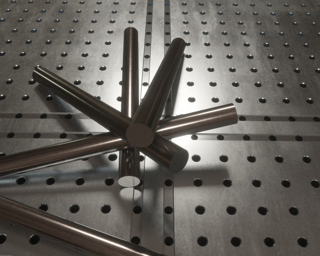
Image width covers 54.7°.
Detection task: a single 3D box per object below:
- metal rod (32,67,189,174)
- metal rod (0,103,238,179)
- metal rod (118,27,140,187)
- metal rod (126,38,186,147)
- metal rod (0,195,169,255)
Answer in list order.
[{"bbox_3d":[-0.083,-0.026,0.379,0.025,0.025,0.300,-36,44,-27],"label":"metal rod"},{"bbox_3d":[-0.060,0.017,0.363,0.302,0.025,0.025,-13,51,0],"label":"metal rod"},{"bbox_3d":[-0.043,-0.053,0.451,0.025,0.025,0.300,-2,50,-2],"label":"metal rod"},{"bbox_3d":[0.007,-0.068,0.401,0.025,0.025,0.301,8,31,6],"label":"metal rod"},{"bbox_3d":[-0.078,0.112,0.312,0.301,0.025,0.025,15,52,12],"label":"metal rod"}]
